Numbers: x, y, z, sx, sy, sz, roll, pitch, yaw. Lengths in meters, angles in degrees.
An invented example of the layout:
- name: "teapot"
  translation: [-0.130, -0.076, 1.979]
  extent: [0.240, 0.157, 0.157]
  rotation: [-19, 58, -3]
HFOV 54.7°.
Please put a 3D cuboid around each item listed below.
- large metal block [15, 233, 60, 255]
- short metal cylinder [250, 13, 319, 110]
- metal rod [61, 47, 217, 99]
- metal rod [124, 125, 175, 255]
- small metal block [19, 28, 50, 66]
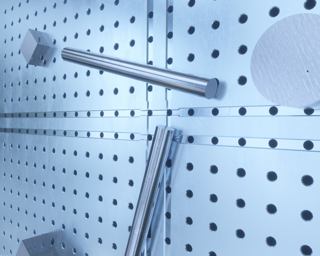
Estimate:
- name: "large metal block"
  translation: [-0.232, 0.263, 0.585]
  extent: [0.080, 0.050, 0.080]
  rotation: [43, 116, 31]
- name: "short metal cylinder"
  translation: [0.132, -0.058, 0.284]
  extent: [0.080, 0.050, 0.080]
  rotation: [-1, 89, 40]
- name: "metal rod"
  translation: [-0.051, -0.087, 0.451]
  extent: [0.300, 0.025, 0.025]
  rotation: [21, 103, 38]
- name: "metal rod"
  translation: [-0.028, 0.141, 0.432]
  extent: [0.025, 0.025, 0.298]
  rotation: [23, 104, 37]
- name: "small metal block"
  translation: [-0.251, -0.160, 0.617]
  extent: [0.050, 0.025, 0.050]
  rotation: [-51, 60, 28]
